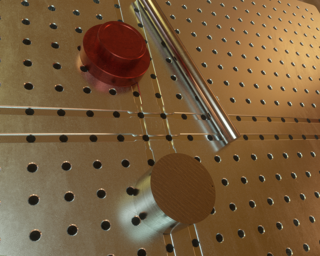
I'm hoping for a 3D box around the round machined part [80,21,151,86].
[{"bbox_3d":[-0.058,-0.110,0.434,0.099,0.042,0.098,14,56,-21],"label":"round machined part"}]

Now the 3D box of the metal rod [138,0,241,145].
[{"bbox_3d":[0.039,-0.108,0.497,0.025,0.025,0.299,-18,71,-35],"label":"metal rod"}]

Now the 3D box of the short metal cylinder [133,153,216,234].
[{"bbox_3d":[0.016,0.075,0.356,0.081,0.050,0.080,14,56,-21],"label":"short metal cylinder"}]
